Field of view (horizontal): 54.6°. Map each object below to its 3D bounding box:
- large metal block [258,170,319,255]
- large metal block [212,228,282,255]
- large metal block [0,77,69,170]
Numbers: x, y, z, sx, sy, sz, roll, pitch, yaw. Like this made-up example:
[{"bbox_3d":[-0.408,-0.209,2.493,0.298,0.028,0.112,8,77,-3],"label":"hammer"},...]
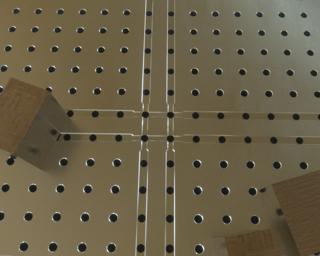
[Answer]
[{"bbox_3d":[0.175,0.098,0.364,0.080,0.050,0.080,-15,71,-6],"label":"large metal block"},{"bbox_3d":[0.095,0.153,0.327,0.050,0.080,0.080,-9,70,-3],"label":"large metal block"},{"bbox_3d":[-0.164,-0.002,0.383,0.050,0.080,0.080,20,71,7],"label":"large metal block"}]
